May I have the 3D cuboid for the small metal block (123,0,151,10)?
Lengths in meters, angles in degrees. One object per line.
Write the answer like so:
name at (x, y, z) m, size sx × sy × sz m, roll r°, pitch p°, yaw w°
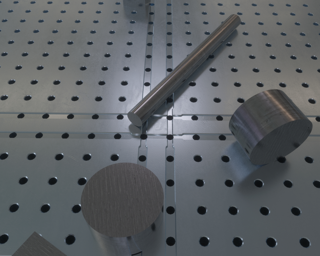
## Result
small metal block at (-0.047, -0.269, 0.617) m, size 0.050 × 0.050 × 0.025 m, roll 18°, pitch 53°, yaw 14°

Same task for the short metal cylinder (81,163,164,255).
short metal cylinder at (-0.037, 0.083, 0.321) m, size 0.081 × 0.050 × 0.080 m, roll 0°, pitch 50°, yaw 0°

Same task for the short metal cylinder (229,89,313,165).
short metal cylinder at (0.131, 0.000, 0.373) m, size 0.081 × 0.080 × 0.050 m, roll -16°, pitch 52°, yaw -13°

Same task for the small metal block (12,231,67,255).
small metal block at (-0.116, 0.136, 0.292) m, size 0.050 × 0.025 × 0.050 m, roll 27°, pitch 55°, yaw 20°

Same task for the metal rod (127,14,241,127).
metal rod at (0.052, -0.106, 0.496) m, size 0.025 × 0.025 × 0.301 m, roll 28°, pitch 55°, yaw 21°
